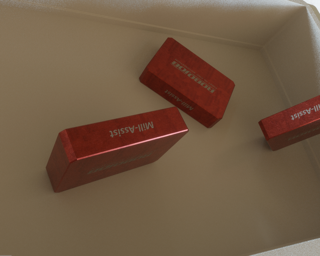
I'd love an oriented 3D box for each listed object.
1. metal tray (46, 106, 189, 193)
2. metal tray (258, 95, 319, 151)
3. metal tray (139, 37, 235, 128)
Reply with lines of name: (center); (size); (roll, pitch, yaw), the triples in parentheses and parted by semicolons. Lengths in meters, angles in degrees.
metal tray: (-0.045, 0.022, 0.327); (0.131, 0.090, 0.030); (-14, 69, -34)
metal tray: (0.215, -0.011, 0.446); (0.090, 0.130, 0.030); (31, 38, -61)
metal tray: (0.045, -0.070, 0.471); (0.130, 0.030, 0.090); (34, 51, -6)
